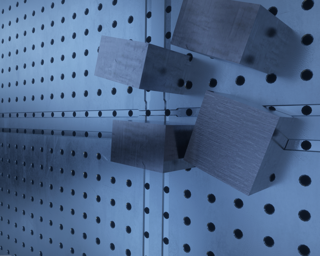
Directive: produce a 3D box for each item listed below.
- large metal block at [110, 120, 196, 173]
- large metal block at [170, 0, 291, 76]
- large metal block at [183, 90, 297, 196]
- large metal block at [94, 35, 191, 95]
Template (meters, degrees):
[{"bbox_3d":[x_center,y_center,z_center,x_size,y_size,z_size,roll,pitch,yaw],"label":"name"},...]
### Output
[{"bbox_3d":[-0.001,0.018,0.372,0.080,0.081,0.050,6,94,39],"label":"large metal block"},{"bbox_3d":[0.072,-0.093,0.313,0.080,0.081,0.050,27,107,36],"label":"large metal block"},{"bbox_3d":[0.082,0.012,0.325,0.080,0.050,0.079,27,107,36],"label":"large metal block"},{"bbox_3d":[-0.021,-0.078,0.389,0.080,0.081,0.050,21,104,37],"label":"large metal block"}]
